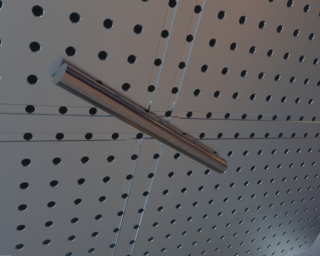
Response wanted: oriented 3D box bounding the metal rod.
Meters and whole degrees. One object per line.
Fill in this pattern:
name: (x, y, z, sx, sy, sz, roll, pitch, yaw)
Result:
metal rod: (-0.002, 0.003, 0.414, 0.301, 0.025, 0.025, 30, 101, -38)
